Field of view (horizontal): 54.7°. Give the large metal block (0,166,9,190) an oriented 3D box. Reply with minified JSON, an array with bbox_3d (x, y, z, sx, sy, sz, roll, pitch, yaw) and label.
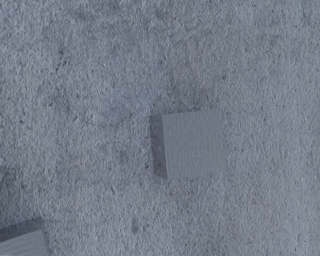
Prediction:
[{"bbox_3d":[-0.215,0.069,0.317,0.080,0.050,0.080,22,83,-19],"label":"large metal block"}]

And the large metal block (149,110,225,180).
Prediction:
[{"bbox_3d":[0.035,0.019,0.408,0.081,0.050,0.079,-6,92,-20],"label":"large metal block"}]

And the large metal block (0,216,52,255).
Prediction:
[{"bbox_3d":[-0.161,0.153,0.337,0.081,0.050,0.080,-14,95,-20],"label":"large metal block"}]
